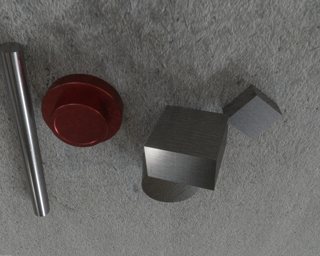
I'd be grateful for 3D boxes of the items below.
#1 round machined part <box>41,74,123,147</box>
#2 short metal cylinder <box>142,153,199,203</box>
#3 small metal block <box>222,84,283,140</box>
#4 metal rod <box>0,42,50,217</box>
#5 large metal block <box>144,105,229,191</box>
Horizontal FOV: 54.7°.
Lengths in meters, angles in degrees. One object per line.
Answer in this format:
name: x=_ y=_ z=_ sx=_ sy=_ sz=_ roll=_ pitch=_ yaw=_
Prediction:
round machined part: x=-0.096 y=-0.014 z=0.382 sx=0.099 sy=0.042 sz=0.097 roll=-1 pitch=130 yaw=0
short metal cylinder: x=0.015 y=0.062 z=0.444 sx=0.081 sy=0.050 sz=0.079 roll=0 pitch=130 yaw=0
small metal block: x=0.117 y=-0.019 z=0.393 sx=0.050 sy=0.025 sz=0.050 roll=32 pitch=123 yaw=-25
metal rod: x=-0.180 y=0.026 z=0.426 sx=0.025 sy=0.025 sz=0.298 roll=5 pitch=130 yaw=-5
large metal block: x=0.035 y=0.021 z=0.375 sx=0.080 sy=0.080 sz=0.050 roll=10 pitch=132 yaw=16
